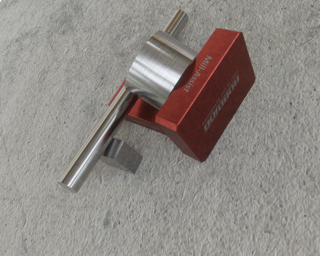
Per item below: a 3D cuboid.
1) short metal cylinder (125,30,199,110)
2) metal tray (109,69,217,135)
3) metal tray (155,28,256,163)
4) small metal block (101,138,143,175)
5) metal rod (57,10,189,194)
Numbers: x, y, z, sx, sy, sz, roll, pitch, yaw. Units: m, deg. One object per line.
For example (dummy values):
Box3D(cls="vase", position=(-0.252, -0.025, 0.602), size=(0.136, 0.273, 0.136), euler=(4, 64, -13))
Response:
Box3D(cls="short metal cylinder", position=(0.003, -0.065, 0.360), size=(0.050, 0.080, 0.080), euler=(33, 78, 4))
Box3D(cls="metal tray", position=(0.003, -0.042, 0.425), size=(0.130, 0.030, 0.090), euler=(20, 72, 35))
Box3D(cls="metal tray", position=(0.058, -0.035, 0.354), size=(0.030, 0.090, 0.130), euler=(25, 75, 36))
Box3D(cls="small metal block", position=(-0.058, 0.033, 0.398), size=(0.050, 0.050, 0.025), euler=(14, 69, 33))
Box3D(cls="metal rod", position=(-0.034, -0.052, 0.404), size=(0.025, 0.025, 0.300), euler=(11, 58, 32))
